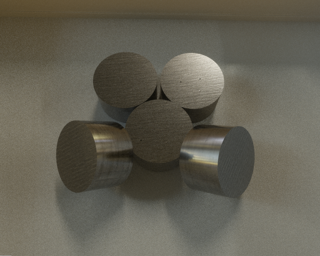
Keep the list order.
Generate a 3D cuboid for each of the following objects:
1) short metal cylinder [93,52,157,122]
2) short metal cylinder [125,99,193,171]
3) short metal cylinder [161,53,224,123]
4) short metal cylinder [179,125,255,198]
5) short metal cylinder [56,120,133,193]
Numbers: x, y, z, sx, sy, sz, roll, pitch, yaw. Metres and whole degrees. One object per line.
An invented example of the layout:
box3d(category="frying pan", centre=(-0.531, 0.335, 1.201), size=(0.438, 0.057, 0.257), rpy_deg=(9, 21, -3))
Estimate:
box3d(category="short metal cylinder", centre=(-0.044, -0.053, 0.413), size=(0.081, 0.050, 0.080), rpy_deg=(0, 70, 0))
box3d(category="short metal cylinder", centre=(-0.001, 0.011, 0.389), size=(0.081, 0.050, 0.080), rpy_deg=(0, 70, 0))
box3d(category="short metal cylinder", centre=(0.041, -0.052, 0.415), size=(0.081, 0.050, 0.080), rpy_deg=(0, 70, 0))
box3d(category="short metal cylinder", centre=(0.068, 0.037, 0.359), size=(0.050, 0.080, 0.080), rpy_deg=(3, 64, 43))
box3d(category="short metal cylinder", centre=(-0.077, 0.032, 0.360), size=(0.050, 0.080, 0.080), rpy_deg=(1, 62, -48))
